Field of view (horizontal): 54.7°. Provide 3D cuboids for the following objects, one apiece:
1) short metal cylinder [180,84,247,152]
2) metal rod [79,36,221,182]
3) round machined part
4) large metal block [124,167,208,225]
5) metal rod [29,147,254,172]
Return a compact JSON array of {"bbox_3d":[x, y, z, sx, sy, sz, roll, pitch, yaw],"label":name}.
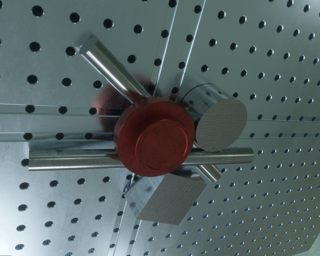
[{"bbox_3d":[0.071,-0.014,0.426,0.081,0.050,0.079,-14,125,-21],"label":"short metal cylinder"},{"bbox_3d":[0.008,-0.004,0.415,0.025,0.025,0.300,-44,130,2],"label":"metal rod"},{"bbox_3d":[-0.002,0.015,0.366,0.099,0.042,0.097,-8,113,-20],"label":"round machined part"},{"bbox_3d":[0.008,0.091,0.454,0.080,0.050,0.080,22,107,-37],"label":"large metal block"},{"bbox_3d":[-0.009,0.039,0.408,0.303,0.025,0.025,1,118,-21],"label":"metal rod"}]
